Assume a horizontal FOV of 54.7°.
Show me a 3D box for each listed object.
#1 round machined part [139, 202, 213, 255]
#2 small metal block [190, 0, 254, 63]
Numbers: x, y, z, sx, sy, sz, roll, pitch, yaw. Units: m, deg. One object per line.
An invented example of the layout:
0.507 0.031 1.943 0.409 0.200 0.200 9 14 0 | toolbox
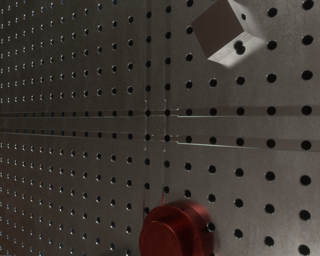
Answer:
0.012 0.146 0.386 0.098 0.042 0.097 0 90 39 | round machined part
0.069 -0.111 0.351 0.050 0.025 0.050 -34 69 34 | small metal block
